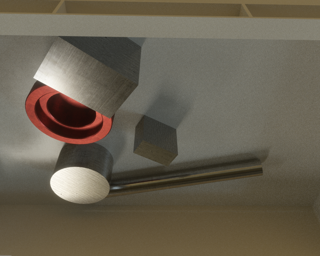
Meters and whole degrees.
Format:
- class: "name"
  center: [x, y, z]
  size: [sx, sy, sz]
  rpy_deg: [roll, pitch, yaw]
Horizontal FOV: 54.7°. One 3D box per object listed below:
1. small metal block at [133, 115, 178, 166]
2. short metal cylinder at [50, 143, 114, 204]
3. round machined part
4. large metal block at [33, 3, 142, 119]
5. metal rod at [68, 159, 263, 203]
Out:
- class: "small metal block"
  center: [-0.005, 0.016, 0.407]
  size: [0.050, 0.050, 0.025]
  rpy_deg: [24, 126, -20]
- class: "short metal cylinder"
  center: [-0.110, 0.065, 0.446]
  size: [0.081, 0.050, 0.079]
  rpy_deg: [0, 130, 0]
- class: "round machined part"
  center: [-0.102, -0.028, 0.367]
  size: [0.099, 0.042, 0.097]
  rpy_deg: [2, 137, 2]
- class: "large metal block"
  center: [-0.068, -0.068, 0.314]
  size: [0.080, 0.080, 0.050]
  rpy_deg: [30, 124, -23]
- class: "metal rod"
  center: [0.003, 0.083, 0.479]
  size: [0.301, 0.025, 0.025]
  rpy_deg: [-10, 130, 7]
